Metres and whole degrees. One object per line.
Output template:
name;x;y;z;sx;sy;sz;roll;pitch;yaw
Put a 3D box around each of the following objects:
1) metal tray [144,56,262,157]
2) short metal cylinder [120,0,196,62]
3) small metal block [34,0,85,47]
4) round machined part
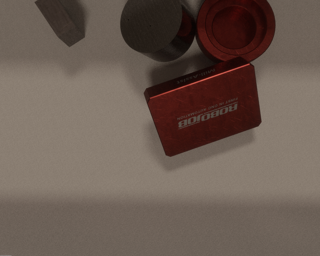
metal tray;0.055;-0.025;0.388;0.131;0.030;0.090;-19;122;-1
short metal cylinder;-0.002;-0.127;0.385;0.080;0.050;0.079;-1;89;24
small metal block;-0.127;-0.137;0.397;0.025;0.050;0.050;-34;90;0
round machined part;0.094;-0.128;0.404;0.099;0.042;0.097;0;90;-1
